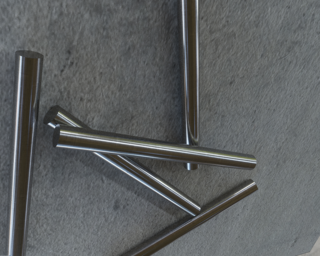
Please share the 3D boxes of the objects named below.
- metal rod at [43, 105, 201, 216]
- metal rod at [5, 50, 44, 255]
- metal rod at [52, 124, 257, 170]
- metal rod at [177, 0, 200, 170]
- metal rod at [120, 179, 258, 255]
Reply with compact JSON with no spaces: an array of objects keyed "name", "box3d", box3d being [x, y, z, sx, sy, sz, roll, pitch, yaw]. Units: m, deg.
[{"name":"metal rod","box3d":[-0.030,0.061,0.429,0.025,0.025,0.300,-46,130,4]},{"name":"metal rod","box3d":[-0.160,0.060,0.357,0.025,0.025,0.298,1,118,-29]},{"name":"metal rod","box3d":[0.017,0.031,0.403,0.302,0.025,0.025,10,113,-33]},{"name":"metal rod","box3d":[0.037,-0.068,0.386,0.025,0.025,0.298,-18,126,-19]},{"name":"metal rod","box3d":[0.040,0.172,0.537,0.302,0.025,0.025,-27,128,-12]}]
